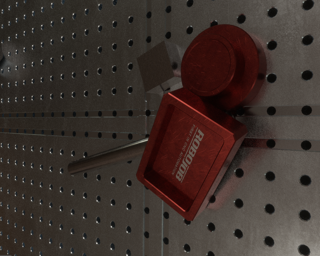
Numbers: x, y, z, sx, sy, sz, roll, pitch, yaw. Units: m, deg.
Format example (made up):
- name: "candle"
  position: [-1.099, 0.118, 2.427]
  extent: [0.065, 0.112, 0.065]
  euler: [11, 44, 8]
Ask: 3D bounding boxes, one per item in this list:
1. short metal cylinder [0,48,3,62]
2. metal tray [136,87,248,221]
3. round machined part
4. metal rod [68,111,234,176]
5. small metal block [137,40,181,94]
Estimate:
- name: "short metal cylinder"
  position: [-0.411, -0.164, 0.707]
  extent: [0.050, 0.081, 0.080]
  euler: [-40, 66, 32]
- name: "metal tray"
  position: [0.029, 0.031, 0.351]
  extent: [0.090, 0.030, 0.129]
  euler: [35, 126, 23]
- name: "round machined part"
  position: [0.063, -0.067, 0.345]
  extent: [0.098, 0.042, 0.097]
  euler: [0, 90, 39]
- name: "metal rod"
  position: [-0.034, 0.031, 0.435]
  extent: [0.300, 0.025, 0.025]
  euler: [-19, 78, 38]
- name: "small metal block"
  position: [0.001, -0.078, 0.407]
  extent: [0.050, 0.025, 0.050]
  euler: [-24, 75, 37]
